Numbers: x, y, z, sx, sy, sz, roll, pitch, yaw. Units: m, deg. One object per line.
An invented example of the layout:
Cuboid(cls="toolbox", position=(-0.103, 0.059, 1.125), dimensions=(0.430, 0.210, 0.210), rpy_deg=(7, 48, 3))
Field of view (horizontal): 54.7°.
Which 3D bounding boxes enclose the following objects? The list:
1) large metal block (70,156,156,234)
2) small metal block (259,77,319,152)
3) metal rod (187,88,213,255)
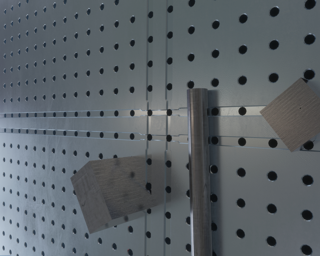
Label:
Cuboid(cls="large metal block", position=(-0.064, 0.089, 0.426), dimensions=(0.050, 0.081, 0.080), rpy_deg=(-40, 66, 33))
Cuboid(cls="small metal block", position=(0.135, -0.012, 0.298), dimensions=(0.050, 0.025, 0.050), rpy_deg=(-46, 63, 30))
Cuboid(cls="metal rod", position=(0.049, 0.103, 0.369), dimensions=(0.025, 0.025, 0.298), rpy_deg=(-2, 88, 40))
